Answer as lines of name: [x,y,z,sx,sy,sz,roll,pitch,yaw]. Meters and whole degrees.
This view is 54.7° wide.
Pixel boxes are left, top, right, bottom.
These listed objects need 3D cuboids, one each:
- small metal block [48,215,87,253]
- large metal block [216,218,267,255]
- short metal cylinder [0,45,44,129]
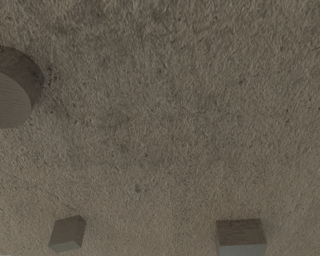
small metal block: [-0.163,0.188,0.549,0.050,0.050,0.025,-16,128,13]
large metal block: [0.147,0.214,0.575,0.080,0.050,0.080,-4,130,3]
short metal cylinder: [-0.179,-0.045,0.350,0.081,0.050,0.079,0,130,0]
